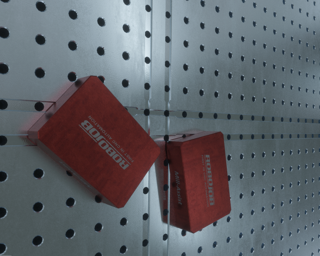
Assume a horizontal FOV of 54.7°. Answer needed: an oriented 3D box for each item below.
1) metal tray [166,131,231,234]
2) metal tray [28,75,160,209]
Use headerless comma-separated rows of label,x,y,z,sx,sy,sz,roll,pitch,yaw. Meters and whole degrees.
metal tray,0.060,0.075,0.456,0.091,0.030,0.129,-12,98,-39
metal tray,-0.066,0.017,0.350,0.130,0.030,0.090,50,61,-28
